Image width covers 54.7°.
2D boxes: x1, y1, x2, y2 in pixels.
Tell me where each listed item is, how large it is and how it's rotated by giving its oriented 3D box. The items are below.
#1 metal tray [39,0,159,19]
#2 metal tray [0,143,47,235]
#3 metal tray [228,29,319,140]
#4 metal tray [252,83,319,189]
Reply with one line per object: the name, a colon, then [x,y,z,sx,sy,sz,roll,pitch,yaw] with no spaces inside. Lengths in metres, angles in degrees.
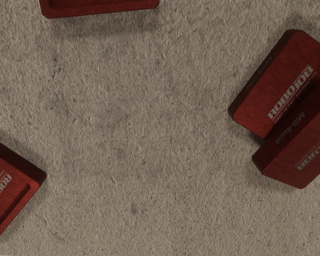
metal tray: [-0.070,-0.174,0.341,0.131,0.030,0.089,-5,110,1]
metal tray: [-0.236,0.091,0.437,0.090,0.030,0.130,38,105,-13]
metal tray: [0.161,-0.046,0.393,0.090,0.030,0.129,31,107,-11]
metal tray: [0.192,0.015,0.393,0.091,0.030,0.129,22,116,-30]
